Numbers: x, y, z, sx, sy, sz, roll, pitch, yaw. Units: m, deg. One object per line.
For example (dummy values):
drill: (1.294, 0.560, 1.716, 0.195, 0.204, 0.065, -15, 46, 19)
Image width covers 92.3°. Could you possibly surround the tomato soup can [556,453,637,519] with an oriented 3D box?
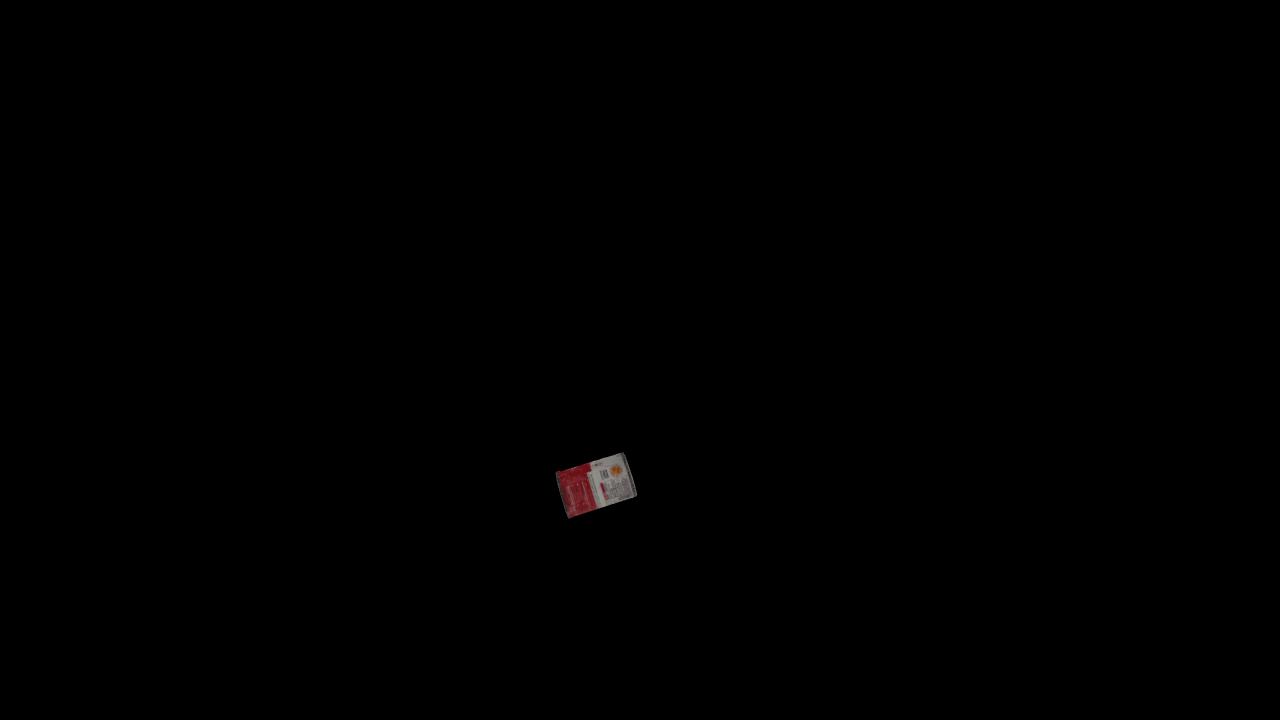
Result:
tomato soup can: (-0.061, 0.176, 0.869, 0.101, 0.068, 0.068, -16, 2, -6)
